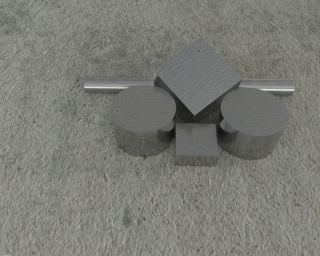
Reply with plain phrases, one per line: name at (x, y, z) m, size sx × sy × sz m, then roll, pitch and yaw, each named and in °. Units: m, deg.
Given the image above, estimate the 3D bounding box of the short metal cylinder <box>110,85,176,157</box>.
short metal cylinder at (-0.021, -0.010, 0.395) m, size 0.081 × 0.050 × 0.080 m, roll 0°, pitch 50°, yaw 0°

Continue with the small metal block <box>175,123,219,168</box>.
small metal block at (0.044, 0.021, 0.388) m, size 0.050 × 0.025 × 0.050 m, roll 2°, pitch 50°, yaw 1°

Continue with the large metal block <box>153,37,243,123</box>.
large metal block at (0.048, -0.060, 0.416) m, size 0.080 × 0.050 × 0.080 m, roll -37°, pitch 75°, yaw -12°

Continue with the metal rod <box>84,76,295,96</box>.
metal rod at (0.042, -0.062, 0.456) m, size 0.302 × 0.025 × 0.025 m, roll 1°, pitch 50°, yaw 0°

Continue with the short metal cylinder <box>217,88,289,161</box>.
short metal cylinder at (0.114, -0.005, 0.393) m, size 0.081 × 0.050 × 0.080 m, roll 0°, pitch 50°, yaw 0°
